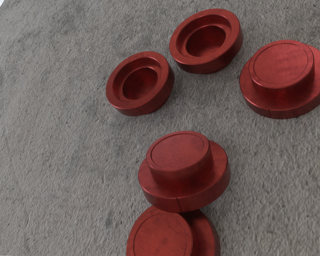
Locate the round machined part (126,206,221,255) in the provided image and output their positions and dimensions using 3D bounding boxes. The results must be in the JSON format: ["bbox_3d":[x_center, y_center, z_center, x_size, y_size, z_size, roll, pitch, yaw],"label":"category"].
[{"bbox_3d":[0.008,0.121,0.315,0.098,0.042,0.098,-13,56,21],"label":"round machined part"}]

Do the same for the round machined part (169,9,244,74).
[{"bbox_3d":[0.066,-0.114,0.428,0.098,0.042,0.098,-13,56,21],"label":"round machined part"}]

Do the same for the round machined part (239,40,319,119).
[{"bbox_3d":[0.141,-0.062,0.357,0.098,0.042,0.098,-13,56,21],"label":"round machined part"}]

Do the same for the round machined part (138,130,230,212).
[{"bbox_3d":[0.023,0.039,0.332,0.098,0.042,0.098,-12,31,8],"label":"round machined part"}]

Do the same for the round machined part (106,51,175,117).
[{"bbox_3d":[-0.024,-0.058,0.441,0.098,0.042,0.098,-13,56,21],"label":"round machined part"}]
